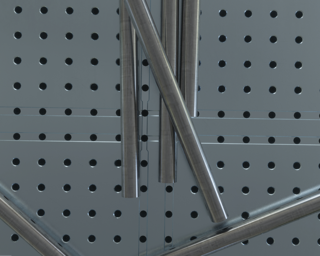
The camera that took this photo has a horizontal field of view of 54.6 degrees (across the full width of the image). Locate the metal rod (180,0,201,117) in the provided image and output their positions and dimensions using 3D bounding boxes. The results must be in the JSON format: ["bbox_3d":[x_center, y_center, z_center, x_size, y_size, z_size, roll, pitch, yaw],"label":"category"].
[{"bbox_3d":[0.042,-0.164,0.413,0.025,0.025,0.298,2,90,0],"label":"metal rod"}]

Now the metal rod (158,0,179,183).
[{"bbox_3d":[0.012,-0.078,0.413,0.025,0.025,0.298,1,90,0],"label":"metal rod"}]

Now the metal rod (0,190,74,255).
[{"bbox_3d":[-0.185,0.126,0.412,0.300,0.025,0.025,42,90,0],"label":"metal rod"}]

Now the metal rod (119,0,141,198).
[{"bbox_3d":[-0.041,-0.059,0.413,0.025,0.025,0.298,-1,90,0],"label":"metal rod"}]

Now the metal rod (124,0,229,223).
[{"bbox_3d":[0.024,-0.017,0.390,0.025,0.025,0.299,-22,99,0],"label":"metal rod"}]

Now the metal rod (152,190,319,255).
[{"bbox_3d":[0.102,0.141,0.414,0.301,0.025,0.025,-21,90,0],"label":"metal rod"}]
